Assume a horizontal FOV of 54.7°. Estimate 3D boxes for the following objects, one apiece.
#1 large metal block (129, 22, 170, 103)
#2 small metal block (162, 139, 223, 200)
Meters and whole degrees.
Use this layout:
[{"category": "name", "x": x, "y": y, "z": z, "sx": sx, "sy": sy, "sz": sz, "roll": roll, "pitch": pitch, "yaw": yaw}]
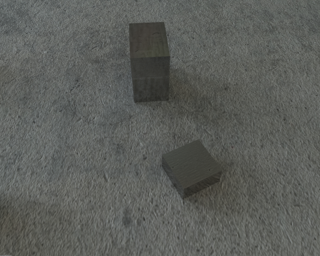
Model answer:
[{"category": "large metal block", "x": -0.016, "y": -0.094, "z": 0.447, "sx": 0.050, "sy": 0.080, "sz": 0.080, "roll": -4, "pitch": 50, "yaw": -3}, {"category": "small metal block", "x": 0.036, "y": 0.047, "z": 0.363, "sx": 0.050, "sy": 0.025, "sz": 0.050, "roll": -22, "pitch": 54, "yaw": -18}]
